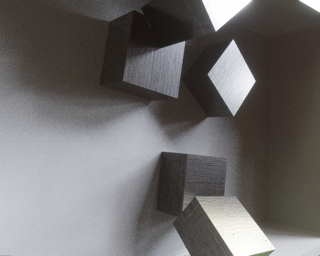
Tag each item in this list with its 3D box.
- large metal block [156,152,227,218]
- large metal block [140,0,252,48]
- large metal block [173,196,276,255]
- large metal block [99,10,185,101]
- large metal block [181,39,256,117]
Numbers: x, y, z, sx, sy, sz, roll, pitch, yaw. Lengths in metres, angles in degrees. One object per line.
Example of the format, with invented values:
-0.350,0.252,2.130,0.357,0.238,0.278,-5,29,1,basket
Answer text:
0.045,0.077,0.431,0.081,0.050,0.080,10,83,-40,large metal block
0.040,-0.137,0.342,0.080,0.080,0.050,-46,117,-31,large metal block
0.076,0.130,0.372,0.081,0.080,0.050,11,123,-41,large metal block
-0.020,-0.082,0.376,0.081,0.050,0.080,13,82,-40,large metal block
0.091,-0.073,0.469,0.080,0.050,0.080,52,60,-28,large metal block
